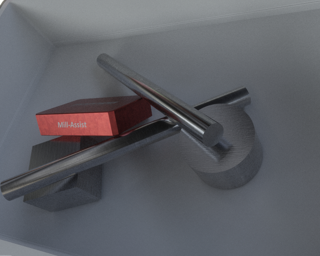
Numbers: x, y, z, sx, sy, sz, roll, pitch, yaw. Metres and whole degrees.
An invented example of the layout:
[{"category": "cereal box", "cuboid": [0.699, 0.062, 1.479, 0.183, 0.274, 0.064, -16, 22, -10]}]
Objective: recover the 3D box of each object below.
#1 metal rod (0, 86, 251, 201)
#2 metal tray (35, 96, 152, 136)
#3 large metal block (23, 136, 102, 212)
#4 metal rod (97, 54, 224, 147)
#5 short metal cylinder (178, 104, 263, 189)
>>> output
[{"category": "metal rod", "cuboid": [-0.037, 0.016, 0.364, 0.302, 0.025, 0.025, -22, 53, -3]}, {"category": "metal tray", "cuboid": [-0.088, -0.018, 0.421, 0.130, 0.030, 0.091, 0, 18, 29]}, {"category": "large metal block", "cuboid": [-0.125, 0.058, 0.412, 0.080, 0.050, 0.080, -18, 55, 17]}, {"category": "metal rod", "cuboid": [-0.022, -0.054, 0.410, 0.025, 0.025, 0.300, -46, 39, -4]}, {"category": "short metal cylinder", "cuboid": [0.067, 0.020, 0.338, 0.080, 0.050, 0.080, -13, 56, 20]}]
